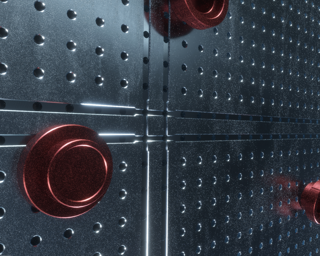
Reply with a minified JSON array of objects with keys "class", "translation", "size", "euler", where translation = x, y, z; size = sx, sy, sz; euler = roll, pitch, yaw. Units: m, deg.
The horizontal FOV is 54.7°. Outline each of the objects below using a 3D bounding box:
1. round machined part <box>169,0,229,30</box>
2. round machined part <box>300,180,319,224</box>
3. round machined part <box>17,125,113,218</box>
[{"class":"round machined part","translation":[0.051,-0.190,0.443],"size":[0.099,0.042,0.097],"euler":[0,90,-40]},{"class":"round machined part","translation":[0.353,0.159,0.691],"size":[0.099,0.042,0.097],"euler":[-8,104,-31]},{"class":"round machined part","translation":[-0.091,0.045,0.323],"size":[0.099,0.042,0.097],"euler":[0,90,-40]}]
